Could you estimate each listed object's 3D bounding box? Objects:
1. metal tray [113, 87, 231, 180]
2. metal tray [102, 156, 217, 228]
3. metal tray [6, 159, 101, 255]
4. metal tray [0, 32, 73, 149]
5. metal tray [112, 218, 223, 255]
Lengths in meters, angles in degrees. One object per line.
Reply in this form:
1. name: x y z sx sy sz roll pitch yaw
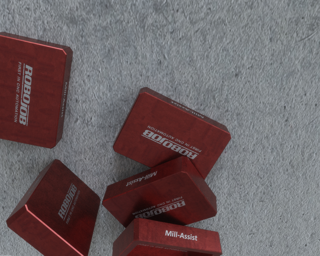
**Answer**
1. metal tray: 0.015 0.014 0.412 0.131 0.030 0.089 25 108 -9
2. metal tray: 0.000 0.099 0.421 0.130 0.030 0.090 -24 118 21
3. metal tray: -0.124 0.102 0.389 0.030 0.130 0.090 -40 106 9
4. metal tray: -0.166 -0.045 0.389 0.091 0.030 0.129 12 110 -5
5. metal tray: 0.009 0.169 0.437 0.131 0.030 0.089 17 134 -20
